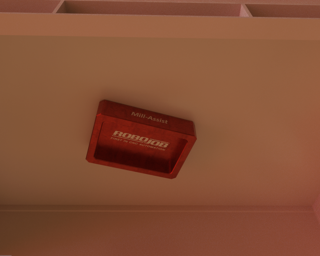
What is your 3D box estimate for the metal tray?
[{"bbox_3d":[-0.027,0.019,0.421,0.131,0.030,0.089,13,129,-12],"label":"metal tray"}]
